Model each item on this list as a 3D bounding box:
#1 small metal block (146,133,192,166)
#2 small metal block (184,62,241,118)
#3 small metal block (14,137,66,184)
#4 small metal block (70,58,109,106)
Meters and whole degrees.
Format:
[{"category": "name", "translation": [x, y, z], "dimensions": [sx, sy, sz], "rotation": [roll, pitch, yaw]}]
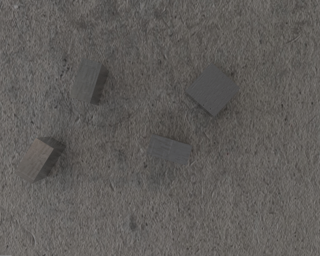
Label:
[{"category": "small metal block", "translation": [0.011, 0.026, 0.397], "dimensions": [0.050, 0.050, 0.025], "rotation": [17, 90, 0]}, {"category": "small metal block", "translation": [0.068, -0.049, 0.410], "dimensions": [0.050, 0.025, 0.050], "rotation": [42, 90, 0]}, {"category": "small metal block", "translation": [-0.151, 0.039, 0.396], "dimensions": [0.025, 0.050, 0.050], "rotation": [32, 90, 0]}, {"category": "small metal block", "translation": [-0.089, -0.057, 0.397], "dimensions": [0.025, 0.050, 0.050], "rotation": [17, 90, 0]}]
